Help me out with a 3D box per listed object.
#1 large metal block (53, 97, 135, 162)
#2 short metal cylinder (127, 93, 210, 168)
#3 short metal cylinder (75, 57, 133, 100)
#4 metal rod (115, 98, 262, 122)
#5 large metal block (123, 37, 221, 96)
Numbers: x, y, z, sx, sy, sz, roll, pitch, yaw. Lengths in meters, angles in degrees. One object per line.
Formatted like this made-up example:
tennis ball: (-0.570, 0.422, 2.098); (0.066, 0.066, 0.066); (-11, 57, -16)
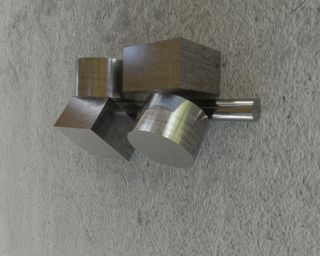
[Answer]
large metal block: (-0.084, 0.001, 0.432); (0.080, 0.080, 0.050); (4, 58, 39)
short metal cylinder: (0.010, 0.004, 0.354); (0.080, 0.080, 0.050); (2, 57, 40)
short metal cylinder: (-0.077, -0.067, 0.434); (0.080, 0.081, 0.050); (5, 93, 40)
metal rod: (-0.014, -0.025, 0.420); (0.300, 0.025, 0.025); (3, 92, 39)
large metal block: (0.015, -0.065, 0.358); (0.080, 0.081, 0.050); (2, 92, 40)
